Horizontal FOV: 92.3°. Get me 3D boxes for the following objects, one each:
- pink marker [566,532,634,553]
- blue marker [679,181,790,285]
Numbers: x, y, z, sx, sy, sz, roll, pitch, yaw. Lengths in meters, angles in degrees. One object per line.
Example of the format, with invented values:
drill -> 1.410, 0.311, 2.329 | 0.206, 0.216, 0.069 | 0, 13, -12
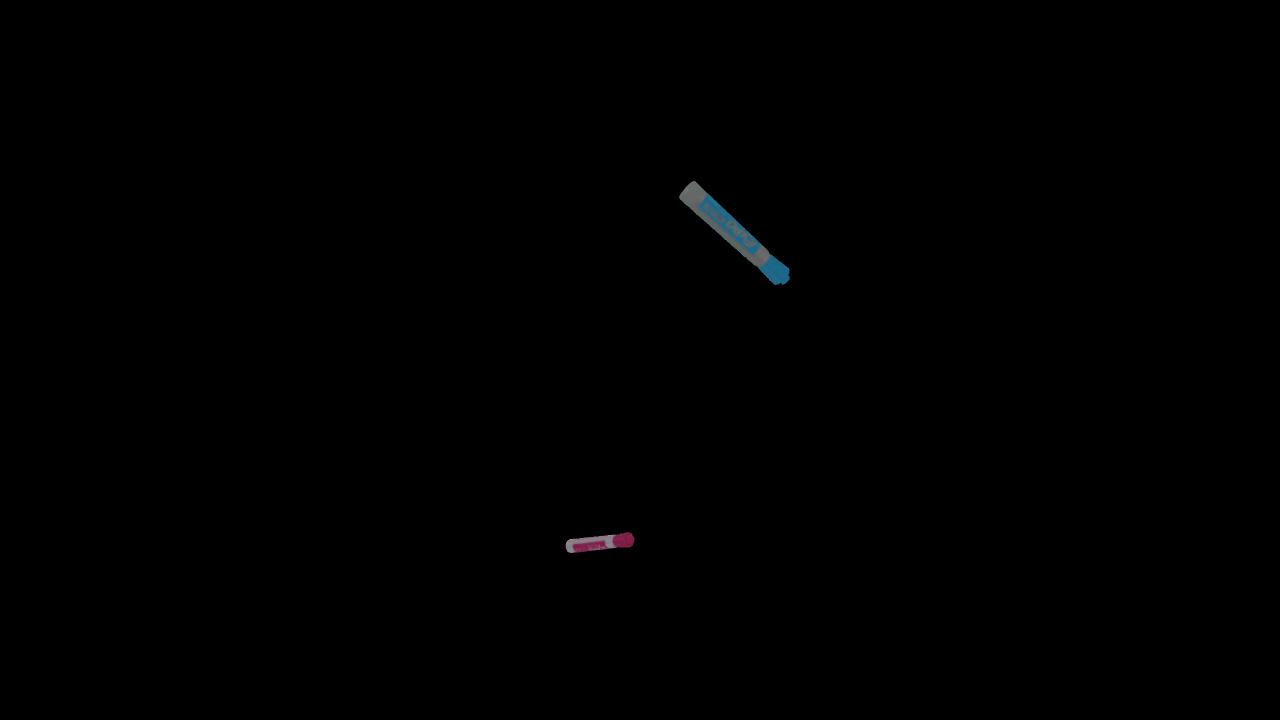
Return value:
pink marker -> -0.054, 0.245, 0.825 | 0.121, 0.020, 0.020 | -20, -13, 39
blue marker -> 0.083, -0.105, 0.525 | 0.121, 0.020, 0.020 | 38, -13, -18
